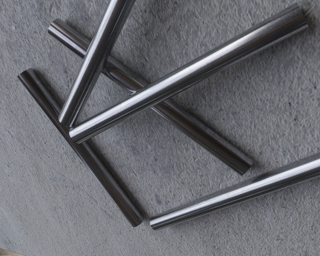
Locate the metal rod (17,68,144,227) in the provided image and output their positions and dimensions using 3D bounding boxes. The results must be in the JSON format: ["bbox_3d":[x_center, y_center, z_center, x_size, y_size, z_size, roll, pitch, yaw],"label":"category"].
[{"bbox_3d":[-0.119,0.038,0.493,0.025,0.025,0.299,-25,105,37],"label":"metal rod"}]

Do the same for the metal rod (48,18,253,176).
[{"bbox_3d":[-0.014,-0.040,0.389,0.300,0.025,0.025,37,129,3],"label":"metal rod"}]

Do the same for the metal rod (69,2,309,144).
[{"bbox_3d":[0.008,-0.046,0.348,0.300,0.025,0.025,-25,105,28],"label":"metal rod"}]

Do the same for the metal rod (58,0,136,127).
[{"bbox_3d":[-0.052,-0.115,0.339,0.025,0.025,0.298,37,122,3],"label":"metal rod"}]

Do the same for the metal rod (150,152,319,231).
[{"bbox_3d":[0.093,0.092,0.414,0.299,0.025,0.025,-33,100,38],"label":"metal rod"}]
